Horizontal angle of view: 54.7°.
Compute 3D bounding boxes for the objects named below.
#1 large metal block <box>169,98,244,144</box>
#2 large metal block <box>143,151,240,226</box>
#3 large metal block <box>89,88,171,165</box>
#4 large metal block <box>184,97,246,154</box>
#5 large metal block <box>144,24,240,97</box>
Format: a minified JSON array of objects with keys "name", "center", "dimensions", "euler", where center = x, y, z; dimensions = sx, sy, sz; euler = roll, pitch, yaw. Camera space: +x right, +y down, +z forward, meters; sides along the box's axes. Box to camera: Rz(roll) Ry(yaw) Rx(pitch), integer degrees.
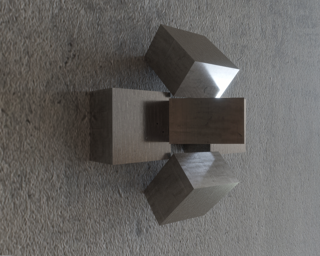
[{"name":"large metal block","center":[0.053,-0.008,0.374],"dimensions":[0.080,0.080,0.050],"euler":[0,91,4]},{"name":"large metal block","center":[0.039,0.076,0.397],"dimensions":[0.081,0.080,0.050],"euler":[2,46,-39]},{"name":"large metal block","center":[-0.034,-0.002,0.363],"dimensions":[0.081,0.050,0.079],"euler":[-1,91,-40]},{"name":"large metal block","center":[0.082,-0.004,0.458],"dimensions":[0.081,0.050,0.079],"euler":[0,90,-40]},{"name":"large metal block","center":[0.039,-0.083,0.398],"dimensions":[0.081,0.080,0.050],"euler":[0,134,-40]}]
